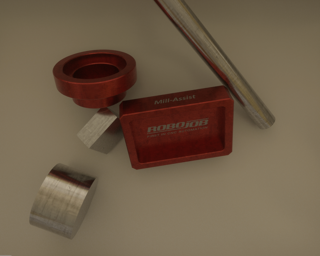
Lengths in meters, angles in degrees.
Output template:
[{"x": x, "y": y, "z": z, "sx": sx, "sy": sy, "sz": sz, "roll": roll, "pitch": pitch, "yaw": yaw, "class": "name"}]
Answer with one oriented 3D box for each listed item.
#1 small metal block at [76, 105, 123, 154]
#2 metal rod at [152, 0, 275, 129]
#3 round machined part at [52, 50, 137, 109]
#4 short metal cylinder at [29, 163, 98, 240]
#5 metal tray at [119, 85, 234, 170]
[{"x": -0.070, "y": 0.004, "z": 0.395, "sx": 0.025, "sy": 0.050, "sz": 0.050, "roll": 42, "pitch": 90, "yaw": 20, "class": "small metal block"}, {"x": 0.045, "y": -0.100, "z": 0.349, "sx": 0.025, "sy": 0.025, "sz": 0.300, "roll": -47, "pitch": 116, "yaw": 0, "class": "metal rod"}, {"x": -0.078, "y": -0.059, "z": 0.383, "sx": 0.099, "sy": 0.098, "sz": 0.042, "roll": -2, "pitch": 125, "yaw": -1, "class": "round machined part"}, {"x": -0.116, "y": 0.089, "z": 0.383, "sx": 0.050, "sy": 0.080, "sz": 0.080, "roll": 21, "pitch": 90, "yaw": 0, "class": "short metal cylinder"}, {"x": 0.022, "y": 0.002, "z": 0.384, "sx": 0.131, "sy": 0.030, "sz": 0.089, "roll": -9, "pitch": 129, "yaw": -1, "class": "metal tray"}]
